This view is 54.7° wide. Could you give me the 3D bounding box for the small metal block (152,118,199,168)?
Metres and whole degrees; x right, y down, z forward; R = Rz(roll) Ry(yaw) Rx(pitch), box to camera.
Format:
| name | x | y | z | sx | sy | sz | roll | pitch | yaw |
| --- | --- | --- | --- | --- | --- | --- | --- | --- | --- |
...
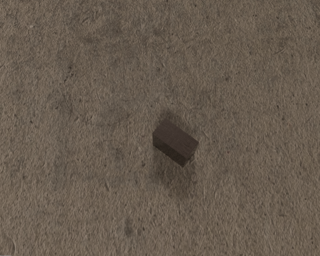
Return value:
| name | x | y | z | sx | sy | sz | roll | pitch | yaw |
| --- | --- | --- | --- | --- | --- | --- | --- | --- | --- |
| small metal block | 0.018 | 0.020 | 0.388 | 0.050 | 0.050 | 0.025 | 36 | 74 | 12 |
